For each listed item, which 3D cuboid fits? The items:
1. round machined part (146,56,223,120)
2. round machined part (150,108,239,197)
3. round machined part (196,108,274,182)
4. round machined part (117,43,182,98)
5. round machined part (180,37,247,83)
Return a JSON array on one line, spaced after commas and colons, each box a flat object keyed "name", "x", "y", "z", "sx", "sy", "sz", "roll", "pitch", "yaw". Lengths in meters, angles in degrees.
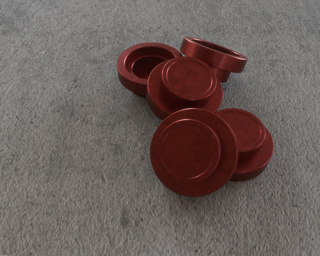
[{"name": "round machined part", "x": 0.033, "y": -0.052, "z": 0.395, "sx": 0.099, "sy": 0.042, "sz": 0.098, "roll": 4, "pitch": 60, "yaw": -7}, {"name": "round machined part", "x": 0.035, "y": 0.026, "z": 0.339, "sx": 0.098, "sy": 0.042, "sz": 0.097, "roll": -2, "pitch": 83, "yaw": 19}, {"name": "round machined part", "x": 0.091, "y": 0.013, "z": 0.383, "sx": 0.099, "sy": 0.042, "sz": 0.098, "roll": 0, "pitch": 50, "yaw": 0}, {"name": "round machined part", "x": -0.013, "y": -0.082, "z": 0.462, "sx": 0.099, "sy": 0.042, "sz": 0.098, "roll": 0, "pitch": 50, "yaw": 0}, {"name": "round machined part", "x": 0.075, "y": -0.100, "z": 0.460, "sx": 0.099, "sy": 0.042, "sz": 0.098, "roll": 16, "pitch": 23, "yaw": -7}]
